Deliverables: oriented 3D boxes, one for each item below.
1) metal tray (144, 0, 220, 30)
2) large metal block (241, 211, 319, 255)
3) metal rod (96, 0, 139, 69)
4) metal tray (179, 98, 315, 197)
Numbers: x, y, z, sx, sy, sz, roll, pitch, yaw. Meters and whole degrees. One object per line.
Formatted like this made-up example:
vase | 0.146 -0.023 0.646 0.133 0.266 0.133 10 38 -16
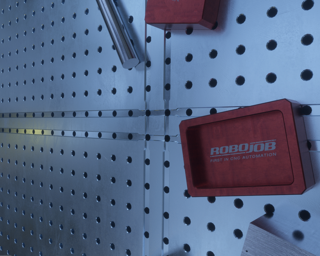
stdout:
metal tray | 0.032 -0.190 0.378 0.090 0.030 0.129 15 100 38
large metal block | 0.122 0.138 0.292 0.080 0.050 0.079 20 102 38
metal rod | -0.097 -0.223 0.486 0.025 0.025 0.299 -35 69 34
metal tray | 0.086 0.026 0.333 0.130 0.030 0.089 -12 83 39
